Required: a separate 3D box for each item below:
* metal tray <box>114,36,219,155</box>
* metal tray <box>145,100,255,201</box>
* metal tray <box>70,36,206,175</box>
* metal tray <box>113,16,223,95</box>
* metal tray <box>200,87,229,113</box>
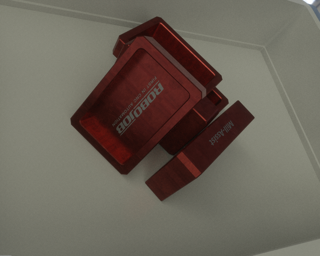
[{"bbox_3d":[-0.003,-0.037,0.383,0.130,0.090,0.030,45,51,2],"label":"metal tray"},{"bbox_3d":[0.049,0.026,0.374,0.030,0.090,0.131,49,51,5],"label":"metal tray"},{"bbox_3d":[-0.026,-0.023,0.339,0.090,0.130,0.030,45,20,2],"label":"metal tray"},{"bbox_3d":[0.012,-0.085,0.422,0.130,0.030,0.090,45,51,3],"label":"metal tray"},{"bbox_3d":[0.028,-0.057,0.453,0.130,0.030,0.091,46,52,5],"label":"metal tray"}]
